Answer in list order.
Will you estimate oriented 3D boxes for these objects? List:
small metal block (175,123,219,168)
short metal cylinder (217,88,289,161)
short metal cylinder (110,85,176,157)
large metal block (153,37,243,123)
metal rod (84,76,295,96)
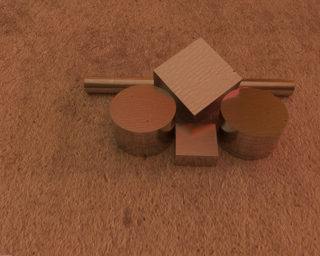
[{"bbox_3d":[0.044,0.021,0.388,0.050,0.025,0.050,2,50,1],"label":"small metal block"},{"bbox_3d":[0.114,-0.005,0.393,0.081,0.050,0.080,0,50,0],"label":"short metal cylinder"},{"bbox_3d":[-0.021,-0.010,0.395,0.081,0.050,0.080,0,50,0],"label":"short metal cylinder"},{"bbox_3d":[0.048,-0.060,0.416,0.080,0.050,0.080,-37,75,-12],"label":"large metal block"},{"bbox_3d":[0.042,-0.062,0.456,0.302,0.025,0.025,1,50,0],"label":"metal rod"}]
